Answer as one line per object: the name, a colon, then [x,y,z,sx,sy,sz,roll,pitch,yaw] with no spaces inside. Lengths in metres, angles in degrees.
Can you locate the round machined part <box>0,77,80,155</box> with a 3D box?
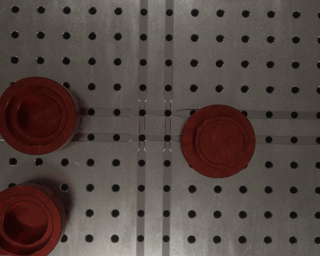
round machined part: [-0.153,-0.015,0.403,0.099,0.042,0.097,0,90,-1]

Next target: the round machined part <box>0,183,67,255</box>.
round machined part: [-0.171,0.120,0.403,0.099,0.042,0.097,0,90,-1]

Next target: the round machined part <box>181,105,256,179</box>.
round machined part: [0.077,0.018,0.406,0.099,0.042,0.097,0,90,-1]
